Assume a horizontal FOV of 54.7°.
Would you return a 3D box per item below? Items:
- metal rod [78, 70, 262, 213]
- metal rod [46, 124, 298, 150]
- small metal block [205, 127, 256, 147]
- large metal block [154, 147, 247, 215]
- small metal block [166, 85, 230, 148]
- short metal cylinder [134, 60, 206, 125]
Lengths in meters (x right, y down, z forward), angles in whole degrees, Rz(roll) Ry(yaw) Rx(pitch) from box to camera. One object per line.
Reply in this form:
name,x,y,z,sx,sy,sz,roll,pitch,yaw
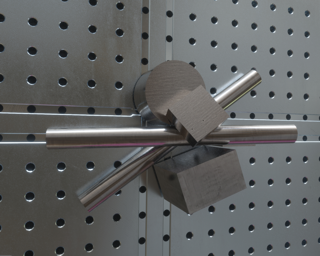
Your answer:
metal rod,0.025,0.009,0.419,0.301,0.025,0.025,-36,102,-17
metal rod,0.020,0.010,0.379,0.302,0.025,0.025,-1,91,-7
small metal block,0.097,0.012,0.432,0.050,0.050,0.025,0,90,-19
large metal block,0.048,0.061,0.397,0.081,0.080,0.050,-19,97,-19
small metal block,0.043,-0.014,0.363,0.050,0.025,0.050,-37,79,-16
short metal cylinder,0.012,-0.043,0.400,0.081,0.050,0.079,0,89,-20
